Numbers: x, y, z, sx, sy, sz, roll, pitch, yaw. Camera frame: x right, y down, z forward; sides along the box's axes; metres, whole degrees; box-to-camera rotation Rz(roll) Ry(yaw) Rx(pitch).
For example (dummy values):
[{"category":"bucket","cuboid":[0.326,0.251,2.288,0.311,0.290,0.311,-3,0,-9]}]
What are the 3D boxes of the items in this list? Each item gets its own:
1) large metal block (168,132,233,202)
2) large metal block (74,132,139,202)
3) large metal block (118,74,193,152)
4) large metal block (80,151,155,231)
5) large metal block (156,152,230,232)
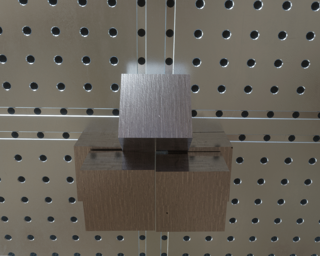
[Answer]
[{"category":"large metal block","cuboid":[0.050,0.052,0.419,0.081,0.050,0.079,-1,110,0]},{"category":"large metal block","cuboid":[-0.067,0.052,0.419,0.081,0.050,0.079,1,110,-1]},{"category":"large metal block","cuboid":[-0.005,-0.017,0.372,0.081,0.050,0.080,0,68,-1]},{"category":"large metal block","cuboid":[-0.046,0.074,0.370,0.081,0.050,0.079,0,110,-1]},{"category":"large metal block","cuboid":[0.036,0.076,0.373,0.081,0.050,0.079,0,110,-1]}]
